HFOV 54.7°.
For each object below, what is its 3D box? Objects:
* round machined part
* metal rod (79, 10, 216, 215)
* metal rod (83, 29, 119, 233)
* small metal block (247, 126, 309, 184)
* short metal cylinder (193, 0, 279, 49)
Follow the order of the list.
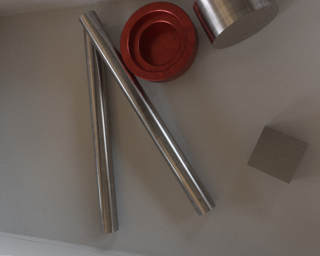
[{"bbox_3d":[0.002,-0.107,0.400,0.098,0.042,0.097,0,90,19],"label":"round machined part"},{"bbox_3d":[-0.019,-0.024,0.403,0.025,0.025,0.299,-33,84,17],"label":"metal rod"},{"bbox_3d":[-0.084,-0.005,0.438,0.025,0.025,0.298,-6,88,19],"label":"metal rod"},{"bbox_3d":[0.137,0.030,0.362,0.050,0.025,0.050,25,98,18],"label":"small metal block"},{"bbox_3d":[0.085,-0.133,0.351,0.080,0.080,0.050,-28,81,17],"label":"short metal cylinder"}]
